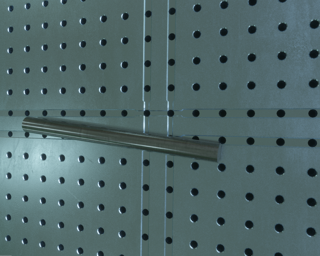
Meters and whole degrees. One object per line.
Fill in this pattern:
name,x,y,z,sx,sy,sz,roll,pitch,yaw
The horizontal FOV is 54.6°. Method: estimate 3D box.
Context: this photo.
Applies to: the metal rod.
metal rod,-0.067,0.013,0.436,0.301,0.025,0.025,7,93,19
